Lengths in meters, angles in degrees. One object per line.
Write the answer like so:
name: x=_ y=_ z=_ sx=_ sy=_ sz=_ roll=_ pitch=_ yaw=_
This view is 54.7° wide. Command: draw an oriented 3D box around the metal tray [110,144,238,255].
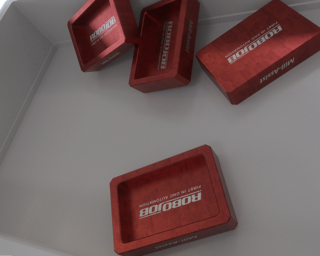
metal tray: x=0.010 y=0.082 z=0.346 sx=0.130 sy=0.030 sz=0.090 roll=-22 pitch=54 yaw=15

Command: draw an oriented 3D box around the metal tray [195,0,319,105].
metal tray: x=0.123 y=-0.099 z=0.399 sx=0.130 sy=0.030 sz=0.090 roll=-34 pitch=51 yaw=6

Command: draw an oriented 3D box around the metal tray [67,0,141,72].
metal tray: x=-0.091 y=-0.151 z=0.482 sx=0.130 sy=0.030 sz=0.090 roll=-18 pitch=89 yaw=46

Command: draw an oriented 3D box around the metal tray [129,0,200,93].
metal tray: x=0.006 y=-0.120 z=0.442 sx=0.090 sy=0.030 sz=0.129 roll=-4 pitch=72 yaw=41
